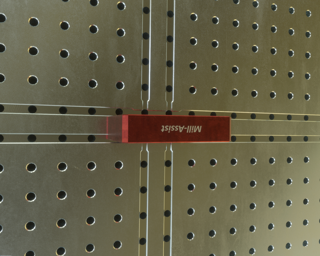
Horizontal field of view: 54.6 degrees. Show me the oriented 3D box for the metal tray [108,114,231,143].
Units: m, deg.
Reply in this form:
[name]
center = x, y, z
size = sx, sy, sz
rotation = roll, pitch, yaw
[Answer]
[metal tray]
center = 0.009, 0.001, 0.381
size = 0.131, 0.090, 0.030
rotation = 0, 90, -20
